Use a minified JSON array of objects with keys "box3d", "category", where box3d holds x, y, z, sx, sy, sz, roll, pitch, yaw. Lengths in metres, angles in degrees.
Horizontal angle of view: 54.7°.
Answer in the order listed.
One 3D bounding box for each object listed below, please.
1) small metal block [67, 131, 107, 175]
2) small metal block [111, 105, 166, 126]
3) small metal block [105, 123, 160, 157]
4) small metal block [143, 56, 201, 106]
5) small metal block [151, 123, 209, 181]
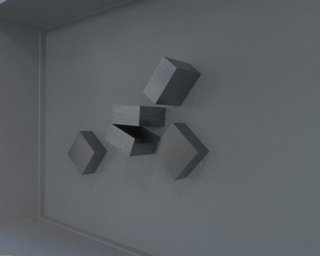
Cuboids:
[{"box3d":[-0.119,0.040,0.502,0.050,0.025,0.050,47,118,29],"category":"small metal block"},{"box3d":[-0.028,-0.016,0.412,0.050,0.050,0.025,5,94,39],"category":"small metal block"},{"box3d":[-0.036,0.014,0.418,0.050,0.050,0.025,29,108,36],"category":"small metal block"},{"box3d":[0.015,-0.055,0.376,0.025,0.050,0.050,46,118,30],"category":"small metal block"},{"box3d":[0.024,0.029,0.385,0.050,0.025,0.050,51,120,27],"category":"small metal block"}]
